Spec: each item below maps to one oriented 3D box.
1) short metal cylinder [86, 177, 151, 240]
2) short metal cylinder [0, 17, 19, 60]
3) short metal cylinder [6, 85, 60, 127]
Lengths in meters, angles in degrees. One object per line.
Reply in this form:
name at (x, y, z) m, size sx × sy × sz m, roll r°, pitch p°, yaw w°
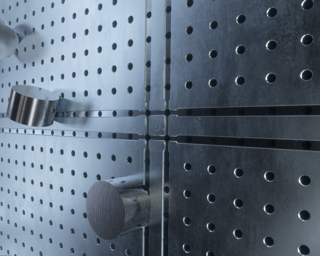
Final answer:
short metal cylinder at (-0.060, 0.112, 0.440) m, size 0.080 × 0.050 × 0.079 m, roll 0°, pitch 90°, yaw 39°
short metal cylinder at (-0.352, -0.193, 0.659) m, size 0.050 × 0.081 × 0.080 m, roll 44°, pitch 116°, yaw 31°
short metal cylinder at (-0.228, -0.041, 0.558) m, size 0.080 × 0.081 × 0.050 m, roll 30°, pitch 109°, yaw 35°
